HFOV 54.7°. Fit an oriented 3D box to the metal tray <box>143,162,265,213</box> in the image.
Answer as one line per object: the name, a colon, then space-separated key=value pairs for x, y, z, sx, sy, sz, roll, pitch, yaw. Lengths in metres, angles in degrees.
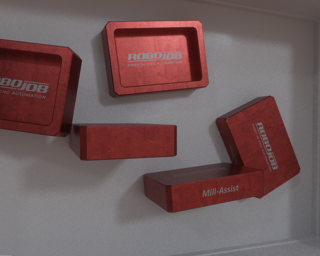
metal tray: x=0.054 y=0.071 z=0.397 sx=0.131 sy=0.090 sz=0.030 roll=-5 pitch=92 yaw=-20

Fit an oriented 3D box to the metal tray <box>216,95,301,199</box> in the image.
metal tray: x=0.149 y=0.027 z=0.465 sx=0.091 sy=0.030 sz=0.129 roll=-26 pitch=99 yaw=-18

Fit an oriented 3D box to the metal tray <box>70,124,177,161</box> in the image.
metal tray: x=-0.047 y=0.011 z=0.338 sx=0.091 sy=0.130 sz=0.030 roll=-1 pitch=92 yaw=-21

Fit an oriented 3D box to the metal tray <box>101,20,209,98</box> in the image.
metal tray: x=-0.004 y=-0.091 z=0.406 sx=0.131 sy=0.030 sz=0.089 roll=-8 pitch=93 yaw=-20

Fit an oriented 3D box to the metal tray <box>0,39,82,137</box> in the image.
metal tray: x=-0.155 y=-0.043 z=0.323 sx=0.131 sy=0.030 sz=0.089 roll=8 pitch=87 yaw=4
